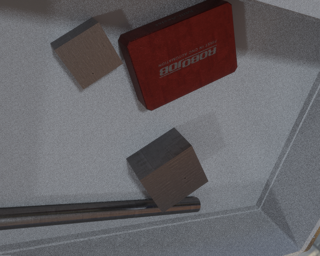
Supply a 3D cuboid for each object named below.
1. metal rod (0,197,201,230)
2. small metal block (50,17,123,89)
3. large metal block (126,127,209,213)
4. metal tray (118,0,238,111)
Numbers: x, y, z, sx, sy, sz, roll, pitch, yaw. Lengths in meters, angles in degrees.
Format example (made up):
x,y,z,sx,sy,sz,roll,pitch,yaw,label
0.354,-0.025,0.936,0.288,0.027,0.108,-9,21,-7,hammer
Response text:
x,y,z,sx,sy,sz,roll,pitch,yaw,label
-0.068,0.120,0.446,0.302,0.025,0.025,4,116,-31,metal rod
-0.075,-0.077,0.321,0.050,0.025,0.050,-35,129,-6,small metal block
0.012,0.060,0.438,0.080,0.050,0.080,-33,129,-7,large metal block
0.026,-0.087,0.368,0.131,0.030,0.090,-26,128,-13,metal tray
